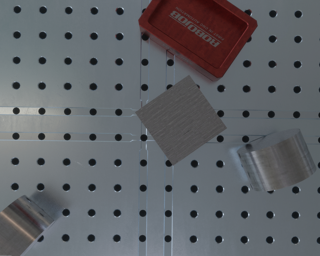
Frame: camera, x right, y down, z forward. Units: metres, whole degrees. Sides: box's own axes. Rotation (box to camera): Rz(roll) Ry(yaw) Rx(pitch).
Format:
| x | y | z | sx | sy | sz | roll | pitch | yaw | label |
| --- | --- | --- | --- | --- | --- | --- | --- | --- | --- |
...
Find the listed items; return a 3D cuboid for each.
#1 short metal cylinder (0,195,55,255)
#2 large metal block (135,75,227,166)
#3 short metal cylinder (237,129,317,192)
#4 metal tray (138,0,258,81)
| x | y | z | sx | sy | sz | roll | pitch | yaw | label |
| --- | --- | --- | --- | --- | --- | --- | --- | --- | --- |
| -0.179 | 0.131 | 0.384 | 0.050 | 0.080 | 0.080 | 42 | 90 | 0 | short metal cylinder |
| 0.026 | -0.010 | 0.401 | 0.080 | 0.050 | 0.080 | -35 | 90 | 0 | large metal block |
| 0.144 | 0.039 | 0.387 | 0.080 | 0.080 | 0.050 | -23 | 90 | 0 | short metal cylinder |
| 0.049 | -0.135 | 0.410 | 0.130 | 0.030 | 0.090 | 34 | 90 | 0 | metal tray |
